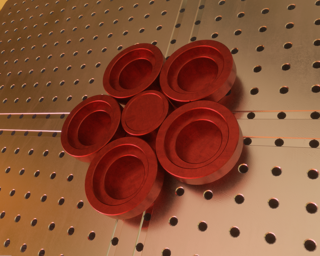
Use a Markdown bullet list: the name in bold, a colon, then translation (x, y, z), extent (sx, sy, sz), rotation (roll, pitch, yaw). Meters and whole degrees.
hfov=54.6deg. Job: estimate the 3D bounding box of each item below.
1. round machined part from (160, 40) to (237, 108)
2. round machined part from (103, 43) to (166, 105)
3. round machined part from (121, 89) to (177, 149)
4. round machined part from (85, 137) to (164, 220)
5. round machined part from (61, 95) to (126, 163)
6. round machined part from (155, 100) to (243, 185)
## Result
- **round machined part**: translation (0.052, -0.065, 0.410), extent (0.098, 0.042, 0.098), rotation (-13, 56, 21)
- **round machined part**: translation (-0.032, -0.075, 0.461), extent (0.098, 0.042, 0.098), rotation (-13, 56, 21)
- **round machined part**: translation (-0.012, -0.011, 0.411), extent (0.098, 0.042, 0.098), rotation (-13, 56, 21)
- **round machined part**: translation (-0.039, 0.063, 0.379), extent (0.098, 0.042, 0.098), rotation (-13, 56, 21)
- **round machined part**: translation (-0.088, 0.004, 0.441), extent (0.098, 0.042, 0.098), rotation (-13, 56, 21)
- **round machined part**: translation (0.047, 0.020, 0.361), extent (0.098, 0.042, 0.098), rotation (-13, 56, 21)
